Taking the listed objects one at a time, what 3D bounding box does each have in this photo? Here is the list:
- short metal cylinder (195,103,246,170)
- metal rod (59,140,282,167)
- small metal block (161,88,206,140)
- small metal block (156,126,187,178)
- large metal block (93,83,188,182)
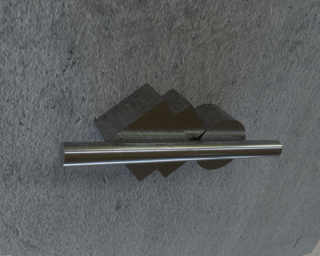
[{"bbox_3d":[0.073,0.012,0.438,0.081,0.050,0.079,-14,124,-21],"label":"short metal cylinder"},{"bbox_3d":[0.036,0.028,0.378,0.303,0.025,0.025,1,118,-29],"label":"metal rod"},{"bbox_3d":[0.027,-0.017,0.397,0.025,0.050,0.050,-37,130,-4],"label":"small metal block"},{"bbox_3d":[0.010,0.031,0.418,0.050,0.050,0.025,-36,130,-4],"label":"small metal block"},{"bbox_3d":[-0.020,0.006,0.383,0.080,0.050,0.080,-36,129,-4],"label":"large metal block"}]
